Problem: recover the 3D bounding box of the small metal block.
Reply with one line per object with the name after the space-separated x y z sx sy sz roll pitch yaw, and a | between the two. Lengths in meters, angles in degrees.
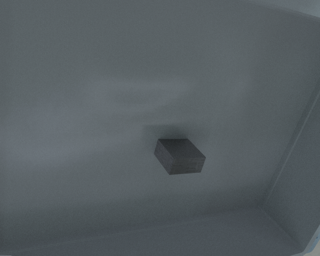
0.027 0.039 0.430 0.050 0.050 0.025 0 118 -29 | small metal block
